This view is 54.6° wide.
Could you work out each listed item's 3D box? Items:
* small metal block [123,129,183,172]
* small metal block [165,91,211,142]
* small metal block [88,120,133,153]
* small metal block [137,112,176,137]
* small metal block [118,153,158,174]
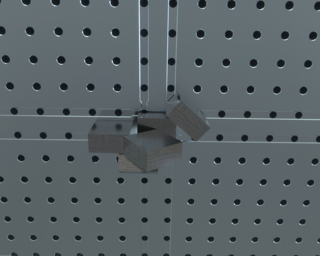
[{"bbox_3d":[-0.009,0.025,0.372,0.050,0.050,0.025,-13,115,-35],"label":"small metal block"},{"bbox_3d":[0.034,-0.016,0.394,0.050,0.050,0.025,41,104,-14],"label":"small metal block"},{"bbox_3d":[-0.062,0.011,0.403,0.050,0.050,0.025,2,111,0],"label":"small metal block"},{"bbox_3d":[-0.005,0.007,0.416,0.050,0.025,0.050,1,110,-2],"label":"small metal block"},{"bbox_3d":[-0.028,0.047,0.415,0.050,0.050,0.025,1,79,0],"label":"small metal block"}]
